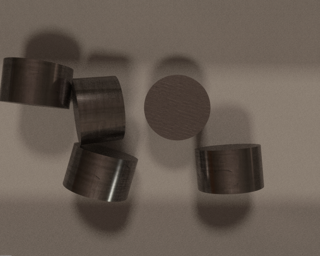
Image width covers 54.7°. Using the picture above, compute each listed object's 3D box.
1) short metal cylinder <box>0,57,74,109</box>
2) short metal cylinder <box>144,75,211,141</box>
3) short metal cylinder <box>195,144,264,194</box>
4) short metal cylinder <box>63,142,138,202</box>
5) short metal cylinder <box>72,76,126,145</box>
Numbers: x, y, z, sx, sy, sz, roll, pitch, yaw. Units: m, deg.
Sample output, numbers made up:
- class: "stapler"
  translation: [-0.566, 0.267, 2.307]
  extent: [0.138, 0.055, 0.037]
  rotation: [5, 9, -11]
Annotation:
- class: "short metal cylinder"
  translation: [-0.151, -0.053, 0.382]
  extent: [0.081, 0.080, 0.050]
  rotation: [6, 90, -1]
- class: "short metal cylinder"
  translation: [0.021, -0.025, 0.399]
  extent: [0.081, 0.050, 0.079]
  rotation: [0, 90, -1]
- class: "short metal cylinder"
  translation: [0.085, 0.048, 0.385]
  extent: [0.081, 0.080, 0.050]
  rotation: [-5, 90, -1]
- class: "short metal cylinder"
  translation: [-0.073, 0.053, 0.383]
  extent: [0.080, 0.080, 0.050]
  rotation: [16, 91, -1]
- class: "short metal cylinder"
  translation: [-0.077, -0.022, 0.377]
  extent: [0.050, 0.080, 0.079]
  rotation: [-7, 90, -19]
